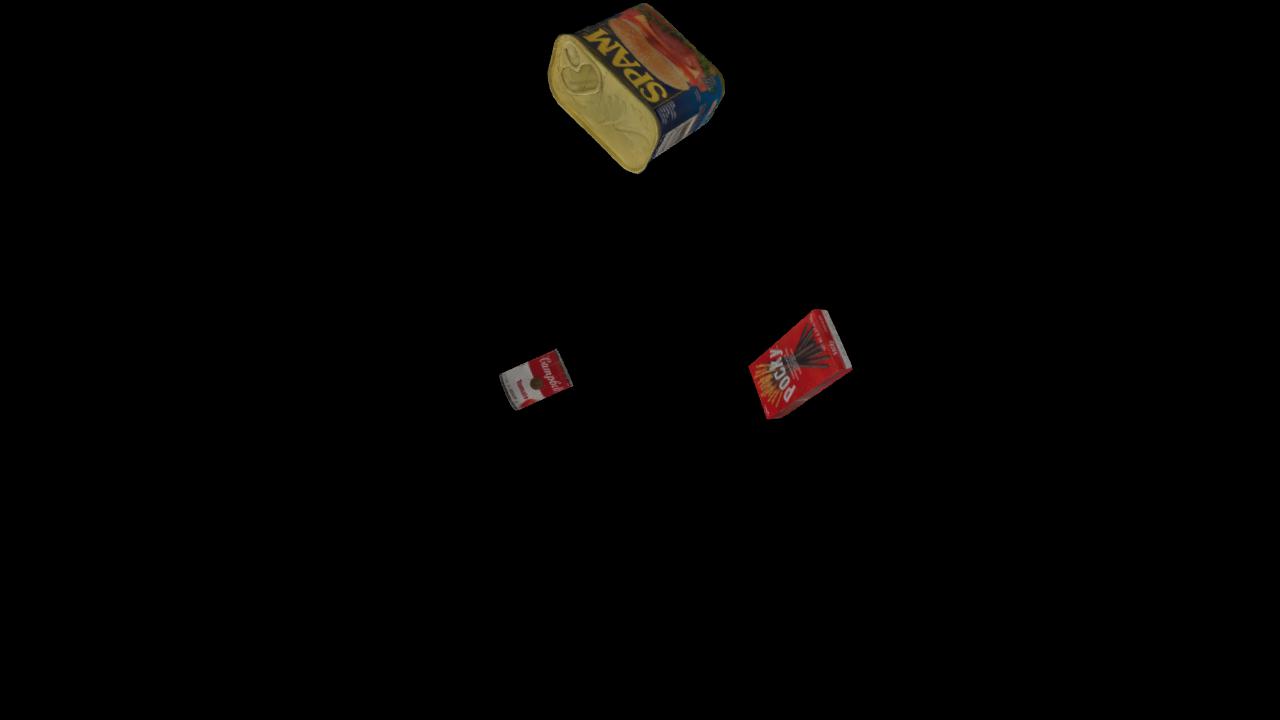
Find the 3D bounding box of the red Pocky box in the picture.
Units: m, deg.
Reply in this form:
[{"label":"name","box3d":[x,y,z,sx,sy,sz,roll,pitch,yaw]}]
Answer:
[{"label":"red Pocky box","box3d":[0.196,0.010,0.777,0.028,0.083,0.155,-6,-24,-26]}]

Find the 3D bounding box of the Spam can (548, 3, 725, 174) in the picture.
[{"label":"Spam can","box3d":[-0.001,-0.200,0.448,0.085,0.101,0.058,-42,-4,-31]}]

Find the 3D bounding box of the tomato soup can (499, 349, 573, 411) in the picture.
[{"label":"tomato soup can","box3d":[-0.168,0.032,0.992,0.101,0.068,0.068,-24,2,-3]}]
